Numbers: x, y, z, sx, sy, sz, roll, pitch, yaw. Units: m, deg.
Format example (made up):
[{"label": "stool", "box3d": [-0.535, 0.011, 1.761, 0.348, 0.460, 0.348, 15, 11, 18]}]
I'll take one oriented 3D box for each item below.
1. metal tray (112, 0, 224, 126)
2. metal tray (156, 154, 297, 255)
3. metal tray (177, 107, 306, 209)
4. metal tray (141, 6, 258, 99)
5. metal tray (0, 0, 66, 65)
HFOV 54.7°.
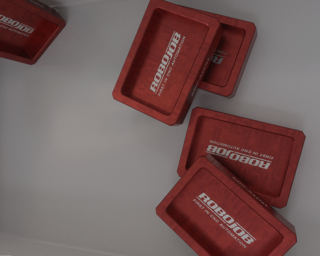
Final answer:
[{"label": "metal tray", "box3d": [0.008, -0.078, 0.372, 0.090, 0.030, 0.129, 26, 99, 18]}, {"label": "metal tray", "box3d": [0.071, 0.104, 0.349, 0.130, 0.030, 0.090, 41, 103, 15]}, {"label": "metal tray", "box3d": [0.094, 0.032, 0.374, 0.130, 0.030, 0.089, 15, 95, 19]}, {"label": "metal tray", "box3d": [0.044, -0.099, 0.392, 0.130, 0.030, 0.089, 21, 97, 18]}, {"label": "metal tray", "box3d": [-0.204, -0.140, 0.427, 0.090, 0.130, 0.030, -45, 76, 14]}]
